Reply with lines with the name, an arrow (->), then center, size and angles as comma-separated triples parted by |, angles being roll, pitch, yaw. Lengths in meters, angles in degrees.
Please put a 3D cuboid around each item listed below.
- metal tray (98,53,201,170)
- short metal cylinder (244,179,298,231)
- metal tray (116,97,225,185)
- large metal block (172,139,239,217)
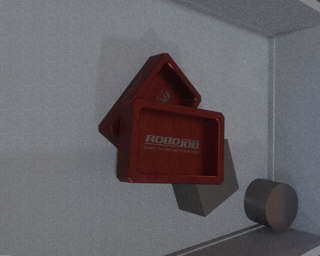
metal tray -> -0.007, -0.020, 0.399 | 0.090, 0.030, 0.130 | 47, 62, -30
short metal cylinder -> 0.197, 0.134, 0.549 | 0.081, 0.050, 0.079 | 0, 90, -29
metal tray -> 0.017, 0.020, 0.364 | 0.131, 0.030, 0.090 | 8, 80, -32
large metal block -> 0.062, 0.067, 0.445 | 0.081, 0.050, 0.080 | -26, 107, -37
